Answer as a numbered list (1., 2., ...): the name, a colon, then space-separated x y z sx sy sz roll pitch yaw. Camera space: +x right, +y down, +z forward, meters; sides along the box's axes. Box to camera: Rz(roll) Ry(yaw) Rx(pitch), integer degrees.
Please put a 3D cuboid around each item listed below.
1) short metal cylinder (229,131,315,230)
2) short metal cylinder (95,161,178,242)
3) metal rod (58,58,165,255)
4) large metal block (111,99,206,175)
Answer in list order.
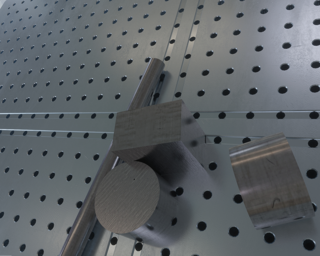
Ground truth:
1. short metal cylinder: 0.103 0.049 0.289 0.050 0.080 0.080 -20 54 16
2. short metal cylinder: -0.026 0.084 0.354 0.080 0.050 0.080 -13 56 21
3. metal rod: -0.058 0.032 0.418 0.025 0.025 0.300 9 66 32
4. large metal block: 0.002 0.016 0.362 0.080 0.080 0.050 -10 57 23
